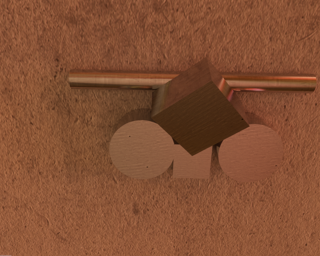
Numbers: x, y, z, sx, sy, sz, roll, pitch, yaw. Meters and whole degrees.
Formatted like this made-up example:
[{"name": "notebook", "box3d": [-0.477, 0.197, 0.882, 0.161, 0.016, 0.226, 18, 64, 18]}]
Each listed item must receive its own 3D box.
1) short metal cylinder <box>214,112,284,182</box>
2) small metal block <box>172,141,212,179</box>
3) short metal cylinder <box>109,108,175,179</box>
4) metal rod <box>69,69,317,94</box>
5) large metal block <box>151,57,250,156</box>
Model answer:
[{"name": "short metal cylinder", "box3d": [0.113, 0.024, 0.407, 0.081, 0.050, 0.079, 0, 110, 0]}, {"name": "small metal block", "box3d": [0.043, 0.041, 0.427, 0.050, 0.025, 0.050, 2, 110, -1]}, {"name": "short metal cylinder", "box3d": [-0.022, 0.019, 0.404, 0.081, 0.050, 0.079, 0, 110, 0]}, {"name": "metal rod", "box3d": [0.041, -0.059, 0.389, 0.302, 0.025, 0.025, 1, 110, -1]}, {"name": "large metal block", "box3d": [0.047, -0.023, 0.371, 0.080, 0.050, 0.080, -31, 124, 24]}]
